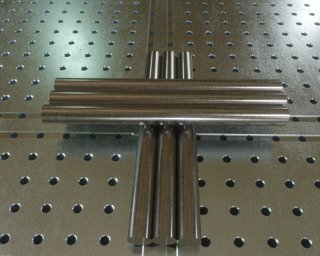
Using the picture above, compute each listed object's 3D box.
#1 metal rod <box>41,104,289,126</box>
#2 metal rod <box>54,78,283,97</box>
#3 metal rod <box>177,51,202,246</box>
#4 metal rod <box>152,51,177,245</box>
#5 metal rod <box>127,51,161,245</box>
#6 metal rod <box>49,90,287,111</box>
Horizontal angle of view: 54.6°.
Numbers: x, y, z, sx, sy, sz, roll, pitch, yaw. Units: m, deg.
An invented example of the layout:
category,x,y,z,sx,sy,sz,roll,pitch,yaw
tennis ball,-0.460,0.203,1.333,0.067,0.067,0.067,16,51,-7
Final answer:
category,x,y,z,sx,sy,sz,roll,pitch,yaw
metal rod,0.006,-0.016,0.389,0.302,0.025,0.025,0,50,0
metal rod,0.011,-0.055,0.421,0.302,0.025,0.025,0,50,0
metal rod,0.035,0.000,0.408,0.025,0.025,0.300,2,50,1
metal rod,0.010,-0.001,0.409,0.025,0.025,0.300,2,50,1
metal rod,-0.015,-0.001,0.408,0.025,0.025,0.300,2,50,1
metal rod,0.010,-0.035,0.405,0.302,0.025,0.025,0,50,0
